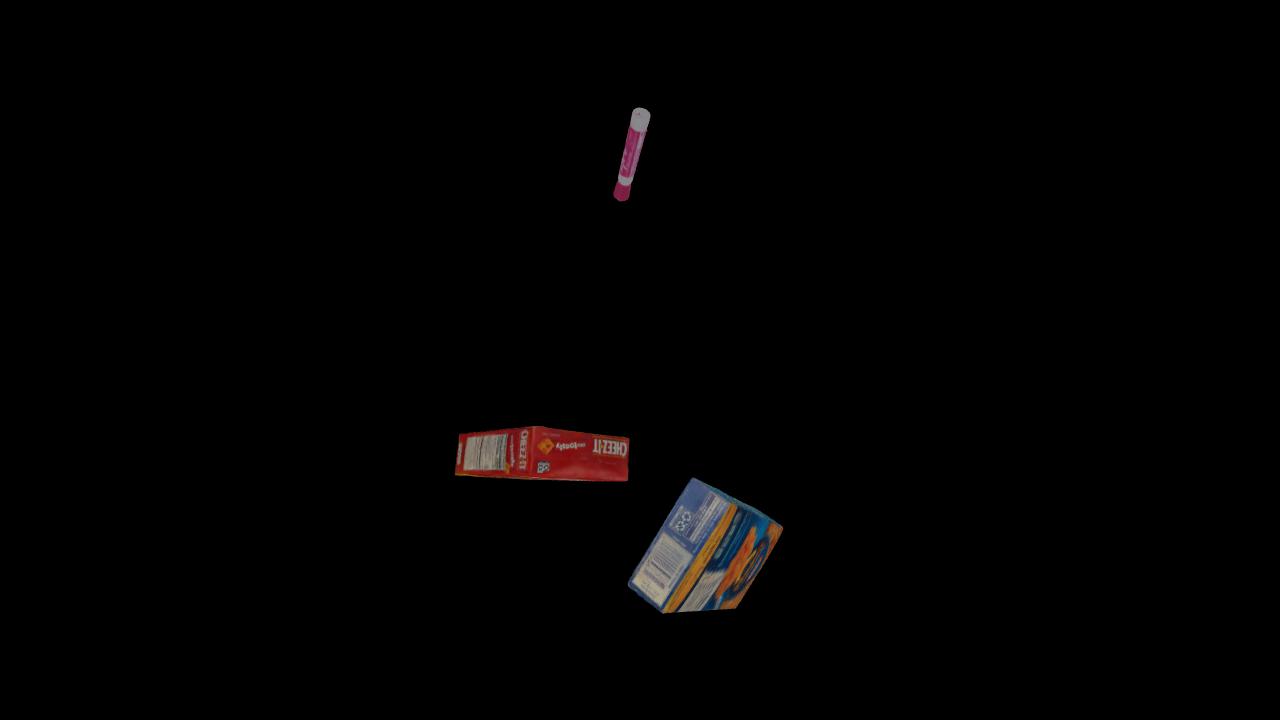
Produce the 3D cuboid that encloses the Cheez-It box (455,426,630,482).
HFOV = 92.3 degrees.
[{"bbox_3d":[-0.147,0.141,0.905,0.166,0.071,0.223,12,-14,-40],"label":"Cheez-It box"}]

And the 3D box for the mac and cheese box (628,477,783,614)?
[{"bbox_3d":[0.063,0.159,0.509,0.041,0.093,0.184,29,-5,31],"label":"mac and cheese box"}]

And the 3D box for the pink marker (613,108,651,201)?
[{"bbox_3d":[-0.011,-0.218,0.668,0.020,0.020,0.121,0,-29,-13],"label":"pink marker"}]
